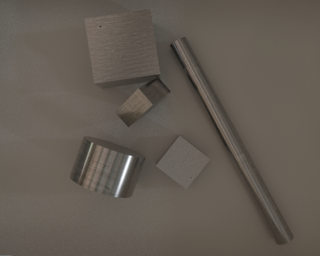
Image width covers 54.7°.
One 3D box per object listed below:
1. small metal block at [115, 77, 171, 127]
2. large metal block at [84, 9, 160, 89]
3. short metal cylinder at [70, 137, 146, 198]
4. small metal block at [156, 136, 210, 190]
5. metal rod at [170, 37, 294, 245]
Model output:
[{"bbox_3d":[-0.021,-0.033,0.389,0.025,0.050,0.050,49,126,-1],"label":"small metal block"},{"bbox_3d":[-0.045,-0.099,0.398,0.081,0.050,0.080,-9,90,-1],"label":"large metal block"},{"bbox_3d":[-0.064,0.047,0.383,0.080,0.080,0.050,19,90,-1],"label":"short metal cylinder"},{"bbox_3d":[0.030,0.045,0.412,0.050,0.025,0.050,38,90,-1],"label":"small metal block"},{"bbox_3d":[0.095,0.017,0.412,0.025,0.025,0.299,-28,90,0],"label":"metal rod"}]
